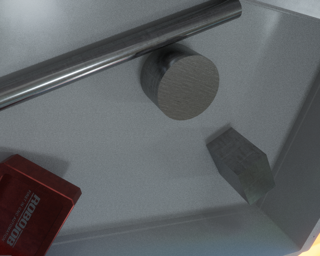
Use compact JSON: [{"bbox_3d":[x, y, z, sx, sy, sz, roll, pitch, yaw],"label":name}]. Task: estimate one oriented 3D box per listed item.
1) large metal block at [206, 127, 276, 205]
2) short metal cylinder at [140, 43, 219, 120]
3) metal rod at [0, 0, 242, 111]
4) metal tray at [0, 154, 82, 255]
[{"bbox_3d":[0.125,0.058,0.480,0.050,0.080,0.080,-35,129,-5],"label":"large metal block"},{"bbox_3d":[0.023,-0.056,0.372,0.081,0.050,0.079,-14,125,-21],"label":"short metal cylinder"},{"bbox_3d":[-0.043,-0.083,0.335,0.302,0.025,0.025,-25,128,-14],"label":"metal rod"},{"bbox_3d":[-0.161,0.106,0.355,0.090,0.030,0.129,31,103,-5],"label":"metal tray"}]
